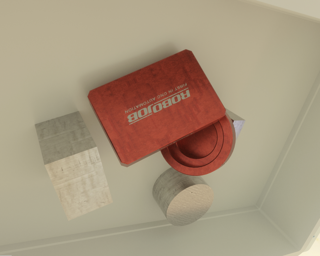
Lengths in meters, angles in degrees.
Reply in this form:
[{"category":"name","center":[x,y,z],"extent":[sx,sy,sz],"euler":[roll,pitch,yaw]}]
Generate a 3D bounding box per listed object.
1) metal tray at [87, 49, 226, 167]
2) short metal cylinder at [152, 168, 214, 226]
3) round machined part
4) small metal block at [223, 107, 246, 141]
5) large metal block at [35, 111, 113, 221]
[{"category":"metal tray","center":[-0.003,-0.024,0.353],"extent":[0.131,0.090,0.030],"euler":[-26,171,-13]},{"category":"short metal cylinder","center":[0.035,0.103,0.478],"extent":[0.081,0.050,0.079],"euler":[-14,125,-21]},{"category":"round machined part","center":[0.051,0.012,0.408],"extent":[0.098,0.098,0.042],"euler":[-58,160,13]},{"category":"small metal block","center":[0.085,0.000,0.439],"extent":[0.025,0.050,0.050],"euler":[-2,120,-40]},{"category":"large metal block","center":[-0.096,0.039,0.346],"extent":[0.050,0.080,0.079],"euler":[-20,126,-17]}]
